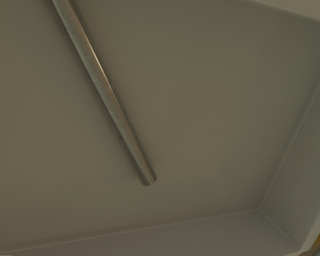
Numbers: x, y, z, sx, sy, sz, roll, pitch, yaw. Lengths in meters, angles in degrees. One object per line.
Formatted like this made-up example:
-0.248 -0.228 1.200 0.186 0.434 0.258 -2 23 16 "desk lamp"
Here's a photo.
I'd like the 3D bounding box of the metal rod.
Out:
-0.060 -0.036 0.354 0.025 0.025 0.299 -30 129 -10 "metal rod"
